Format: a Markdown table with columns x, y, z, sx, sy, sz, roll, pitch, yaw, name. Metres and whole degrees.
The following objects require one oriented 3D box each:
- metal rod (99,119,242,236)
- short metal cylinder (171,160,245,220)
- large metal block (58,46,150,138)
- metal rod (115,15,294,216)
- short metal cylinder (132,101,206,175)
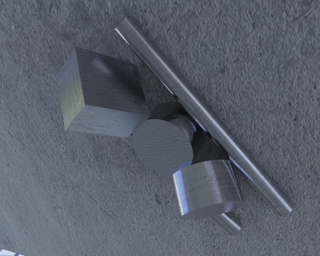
| x | y | z | sx | sy | sz | roll | pitch | yaw | name |
| --- | --- | --- | --- | --- | --- | --- | --- | --- | --- |
| -0.004 | 0.043 | 0.436 | 0.300 | 0.025 | 0.025 | 42 | 129 | -1 | metal rod |
| 0.058 | 0.078 | 0.383 | 0.080 | 0.081 | 0.050 | -36 | 56 | 38 | short metal cylinder |
| -0.067 | -0.039 | 0.364 | 0.050 | 0.081 | 0.080 | -42 | 53 | 39 | large metal block |
| 0.057 | -0.010 | 0.372 | 0.300 | 0.025 | 0.025 | 48 | 129 | -6 | metal rod |
| 0.012 | 0.013 | 0.393 | 0.080 | 0.050 | 0.079 | 13 | 124 | 21 | short metal cylinder |
